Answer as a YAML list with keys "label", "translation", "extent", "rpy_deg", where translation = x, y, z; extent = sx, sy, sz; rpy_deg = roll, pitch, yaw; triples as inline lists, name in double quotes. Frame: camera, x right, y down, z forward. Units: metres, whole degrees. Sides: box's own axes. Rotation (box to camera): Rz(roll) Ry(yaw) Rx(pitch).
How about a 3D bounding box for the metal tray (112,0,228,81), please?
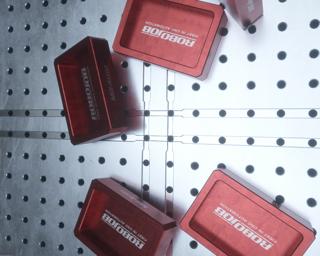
- label: "metal tray"
  translation: [0.011, -0.124, 0.406]
  extent: [0.130, 0.030, 0.090]
  rpy_deg: [21, 97, 18]

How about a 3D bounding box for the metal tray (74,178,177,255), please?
- label: "metal tray"
  translation: [-0.051, 0.134, 0.412]
  extent: [0.130, 0.030, 0.090]
  rpy_deg: [26, 99, 32]

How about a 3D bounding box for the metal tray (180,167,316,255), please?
- label: "metal tray"
  translation: [0.101, 0.119, 0.374]
  extent: [0.130, 0.030, 0.090]
  rpy_deg: [33, 101, 17]

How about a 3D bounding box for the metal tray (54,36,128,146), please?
- label: "metal tray"
  translation: [-0.099, -0.048, 0.429]
  extent: [0.090, 0.030, 0.129]
  rpy_deg: [-18, 84, 39]

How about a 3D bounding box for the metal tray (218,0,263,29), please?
- label: "metal tray"
  translation: [0.069, -0.166, 0.333]
  extent: [0.030, 0.130, 0.090]
  rpy_deg: [-39, 78, 16]
